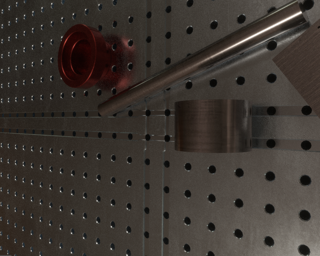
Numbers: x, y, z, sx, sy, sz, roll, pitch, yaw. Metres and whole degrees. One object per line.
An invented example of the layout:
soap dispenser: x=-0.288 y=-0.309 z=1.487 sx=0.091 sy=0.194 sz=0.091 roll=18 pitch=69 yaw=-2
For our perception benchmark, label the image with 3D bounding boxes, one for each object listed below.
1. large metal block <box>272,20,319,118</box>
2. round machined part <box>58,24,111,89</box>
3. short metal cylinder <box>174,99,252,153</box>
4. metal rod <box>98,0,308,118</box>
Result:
large metal block: x=0.159 y=-0.052 z=0.261 sx=0.080 sy=0.050 sz=0.080 roll=-43 pitch=64 yaw=31
round machined part: x=-0.116 y=-0.111 z=0.491 sx=0.098 sy=0.042 sz=0.097 roll=0 pitch=90 yaw=39
short metal cylinder: x=0.056 y=-0.002 z=0.326 sx=0.080 sy=0.081 sz=0.050 roll=0 pitch=90 yaw=39
metal rod: x=0.025 y=-0.070 z=0.386 sx=0.299 sy=0.025 sz=0.025 roll=-21 pitch=77 yaw=37
